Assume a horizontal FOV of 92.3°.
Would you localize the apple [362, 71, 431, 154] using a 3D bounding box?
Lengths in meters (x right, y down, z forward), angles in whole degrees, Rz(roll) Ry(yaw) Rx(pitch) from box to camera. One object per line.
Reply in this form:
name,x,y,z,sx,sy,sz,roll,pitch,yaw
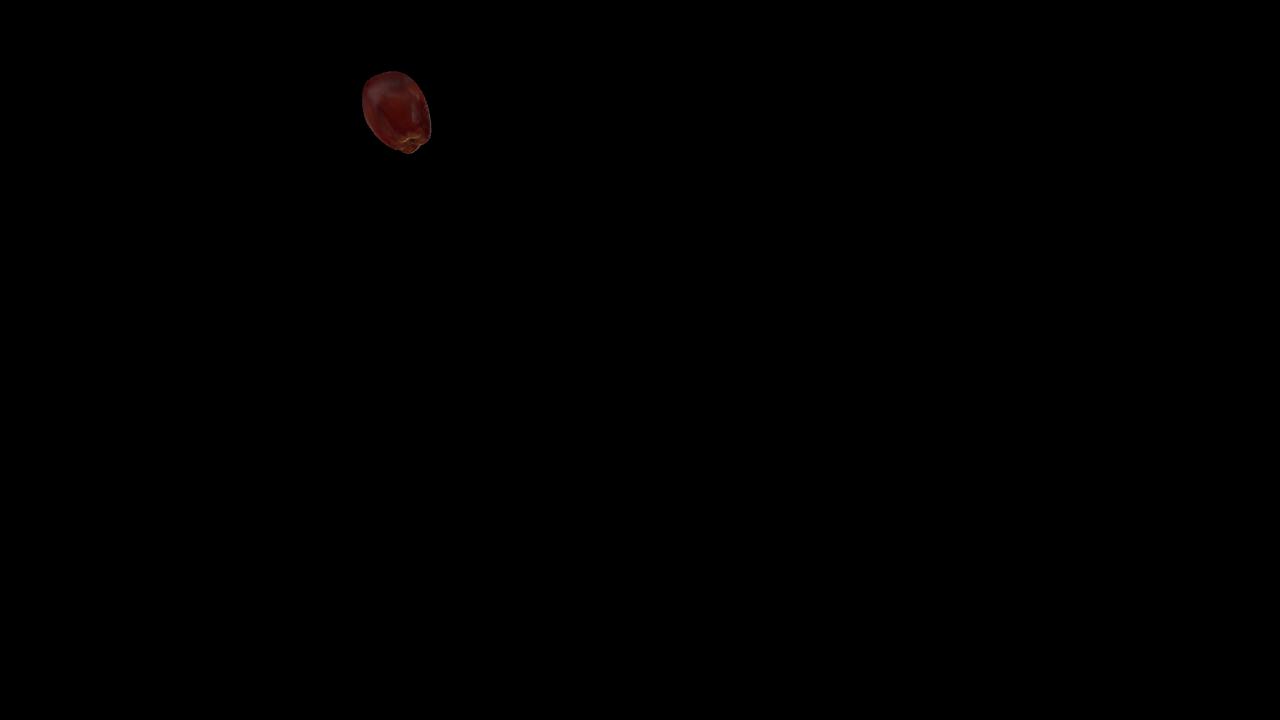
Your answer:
apple,-0.290,-0.298,0.737,0.079,0.093,0.079,-24,-15,-7
